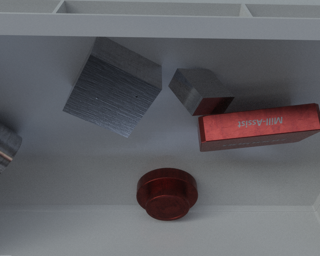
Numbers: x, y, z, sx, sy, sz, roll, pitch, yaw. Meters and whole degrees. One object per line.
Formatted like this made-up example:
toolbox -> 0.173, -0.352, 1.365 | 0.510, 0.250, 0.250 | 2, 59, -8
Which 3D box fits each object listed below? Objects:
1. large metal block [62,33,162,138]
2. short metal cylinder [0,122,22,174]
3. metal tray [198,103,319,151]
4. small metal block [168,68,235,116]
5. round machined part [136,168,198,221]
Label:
large metal block -> -0.053, -0.046, 0.353 | 0.080, 0.050, 0.080 | 24, 126, -20
short metal cylinder -> -0.225, 0.028, 0.394 | 0.080, 0.080, 0.050 | -31, 124, 23
metal tray -> 0.113, 0.003, 0.378 | 0.131, 0.030, 0.090 | -6, 168, 5
small metal block -> 0.046, -0.041, 0.346 | 0.050, 0.050, 0.025 | -6, 139, -38
round machined part -> 0.012, 0.112, 0.493 | 0.099, 0.042, 0.097 | -1, 130, 0
